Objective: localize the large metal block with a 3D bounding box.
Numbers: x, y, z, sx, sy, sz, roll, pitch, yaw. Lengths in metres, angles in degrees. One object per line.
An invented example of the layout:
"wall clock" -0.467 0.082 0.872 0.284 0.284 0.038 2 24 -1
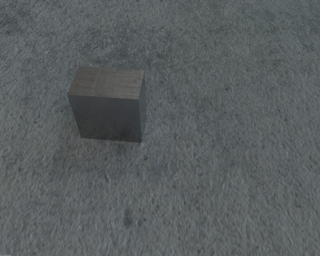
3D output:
"large metal block" -0.061 -0.028 0.391 0.080 0.080 0.050 4 50 3
